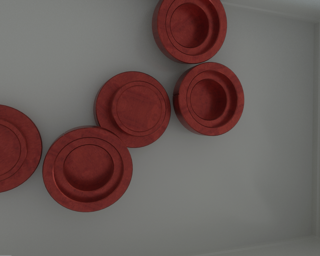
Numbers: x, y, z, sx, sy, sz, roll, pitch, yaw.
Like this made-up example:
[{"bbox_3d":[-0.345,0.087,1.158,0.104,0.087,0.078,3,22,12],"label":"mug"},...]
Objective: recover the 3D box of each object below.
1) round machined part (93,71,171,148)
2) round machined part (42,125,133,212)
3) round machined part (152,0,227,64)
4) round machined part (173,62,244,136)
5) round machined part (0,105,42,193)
[{"bbox_3d":[-0.031,-0.023,0.391,0.099,0.042,0.097,0,90,-21],"label":"round machined part"},{"bbox_3d":[-0.084,0.045,0.366,0.099,0.042,0.097,-2,98,-14],"label":"round machined part"},{"bbox_3d":[0.035,-0.134,0.410,0.099,0.042,0.097,-4,102,-20],"label":"round machined part"},{"bbox_3d":[0.062,-0.038,0.426,0.099,0.042,0.097,0,90,-21],"label":"round machined part"},{"bbox_3d":[-0.180,0.023,0.335,0.099,0.042,0.097,0,90,-21],"label":"round machined part"}]
